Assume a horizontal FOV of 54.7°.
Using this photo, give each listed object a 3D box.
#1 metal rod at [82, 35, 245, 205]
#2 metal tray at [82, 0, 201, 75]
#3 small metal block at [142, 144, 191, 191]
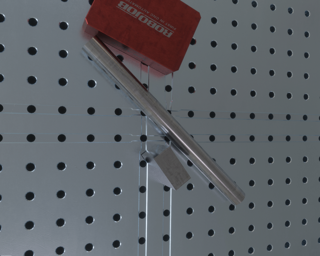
[{"bbox_3d":[0.014,-0.001,0.417,0.300,0.025,0.025,46,76,-14],"label":"metal rod"},{"bbox_3d":[-0.021,-0.138,0.402,0.131,0.030,0.090,25,82,-18],"label":"metal tray"},{"bbox_3d":[0.007,0.049,0.402,0.025,0.050,0.050,-37,102,-16],"label":"small metal block"}]
